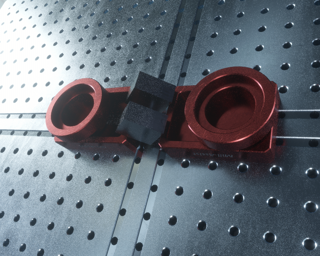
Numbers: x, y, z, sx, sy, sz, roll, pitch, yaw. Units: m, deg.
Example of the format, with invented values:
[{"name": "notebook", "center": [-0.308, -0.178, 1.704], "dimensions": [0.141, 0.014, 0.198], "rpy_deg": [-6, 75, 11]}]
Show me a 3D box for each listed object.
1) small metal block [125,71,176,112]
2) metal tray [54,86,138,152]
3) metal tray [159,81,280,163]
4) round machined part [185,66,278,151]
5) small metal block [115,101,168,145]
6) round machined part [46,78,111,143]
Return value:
[{"name": "small metal block", "center": [-0.013, -0.044, 0.408], "dimensions": [0.050, 0.050, 0.025], "rpy_deg": [136, 151, -62]}, {"name": "metal tray", "center": [-0.087, -0.013, 0.461], "dimensions": [0.130, 0.030, 0.090], "rpy_deg": [0, 63, 28]}, {"name": "metal tray", "center": [0.071, -0.009, 0.374], "dimensions": [0.130, 0.030, 0.090], "rpy_deg": [1, 62, 28]}, {"name": "round machined part", "center": [0.081, -0.018, 0.350], "dimensions": [0.098, 0.042, 0.098], "rpy_deg": [-13, 56, 21]}, {"name": "small metal block", "center": [-0.024, -0.005, 0.389], "dimensions": [0.050, 0.050, 0.025], "rpy_deg": [136, 151, -62]}, {"name": "round machined part", "center": [-0.114, -0.022, 0.455], "dimensions": [0.098, 0.042, 0.098], "rpy_deg": [-13, 56, 21]}]
